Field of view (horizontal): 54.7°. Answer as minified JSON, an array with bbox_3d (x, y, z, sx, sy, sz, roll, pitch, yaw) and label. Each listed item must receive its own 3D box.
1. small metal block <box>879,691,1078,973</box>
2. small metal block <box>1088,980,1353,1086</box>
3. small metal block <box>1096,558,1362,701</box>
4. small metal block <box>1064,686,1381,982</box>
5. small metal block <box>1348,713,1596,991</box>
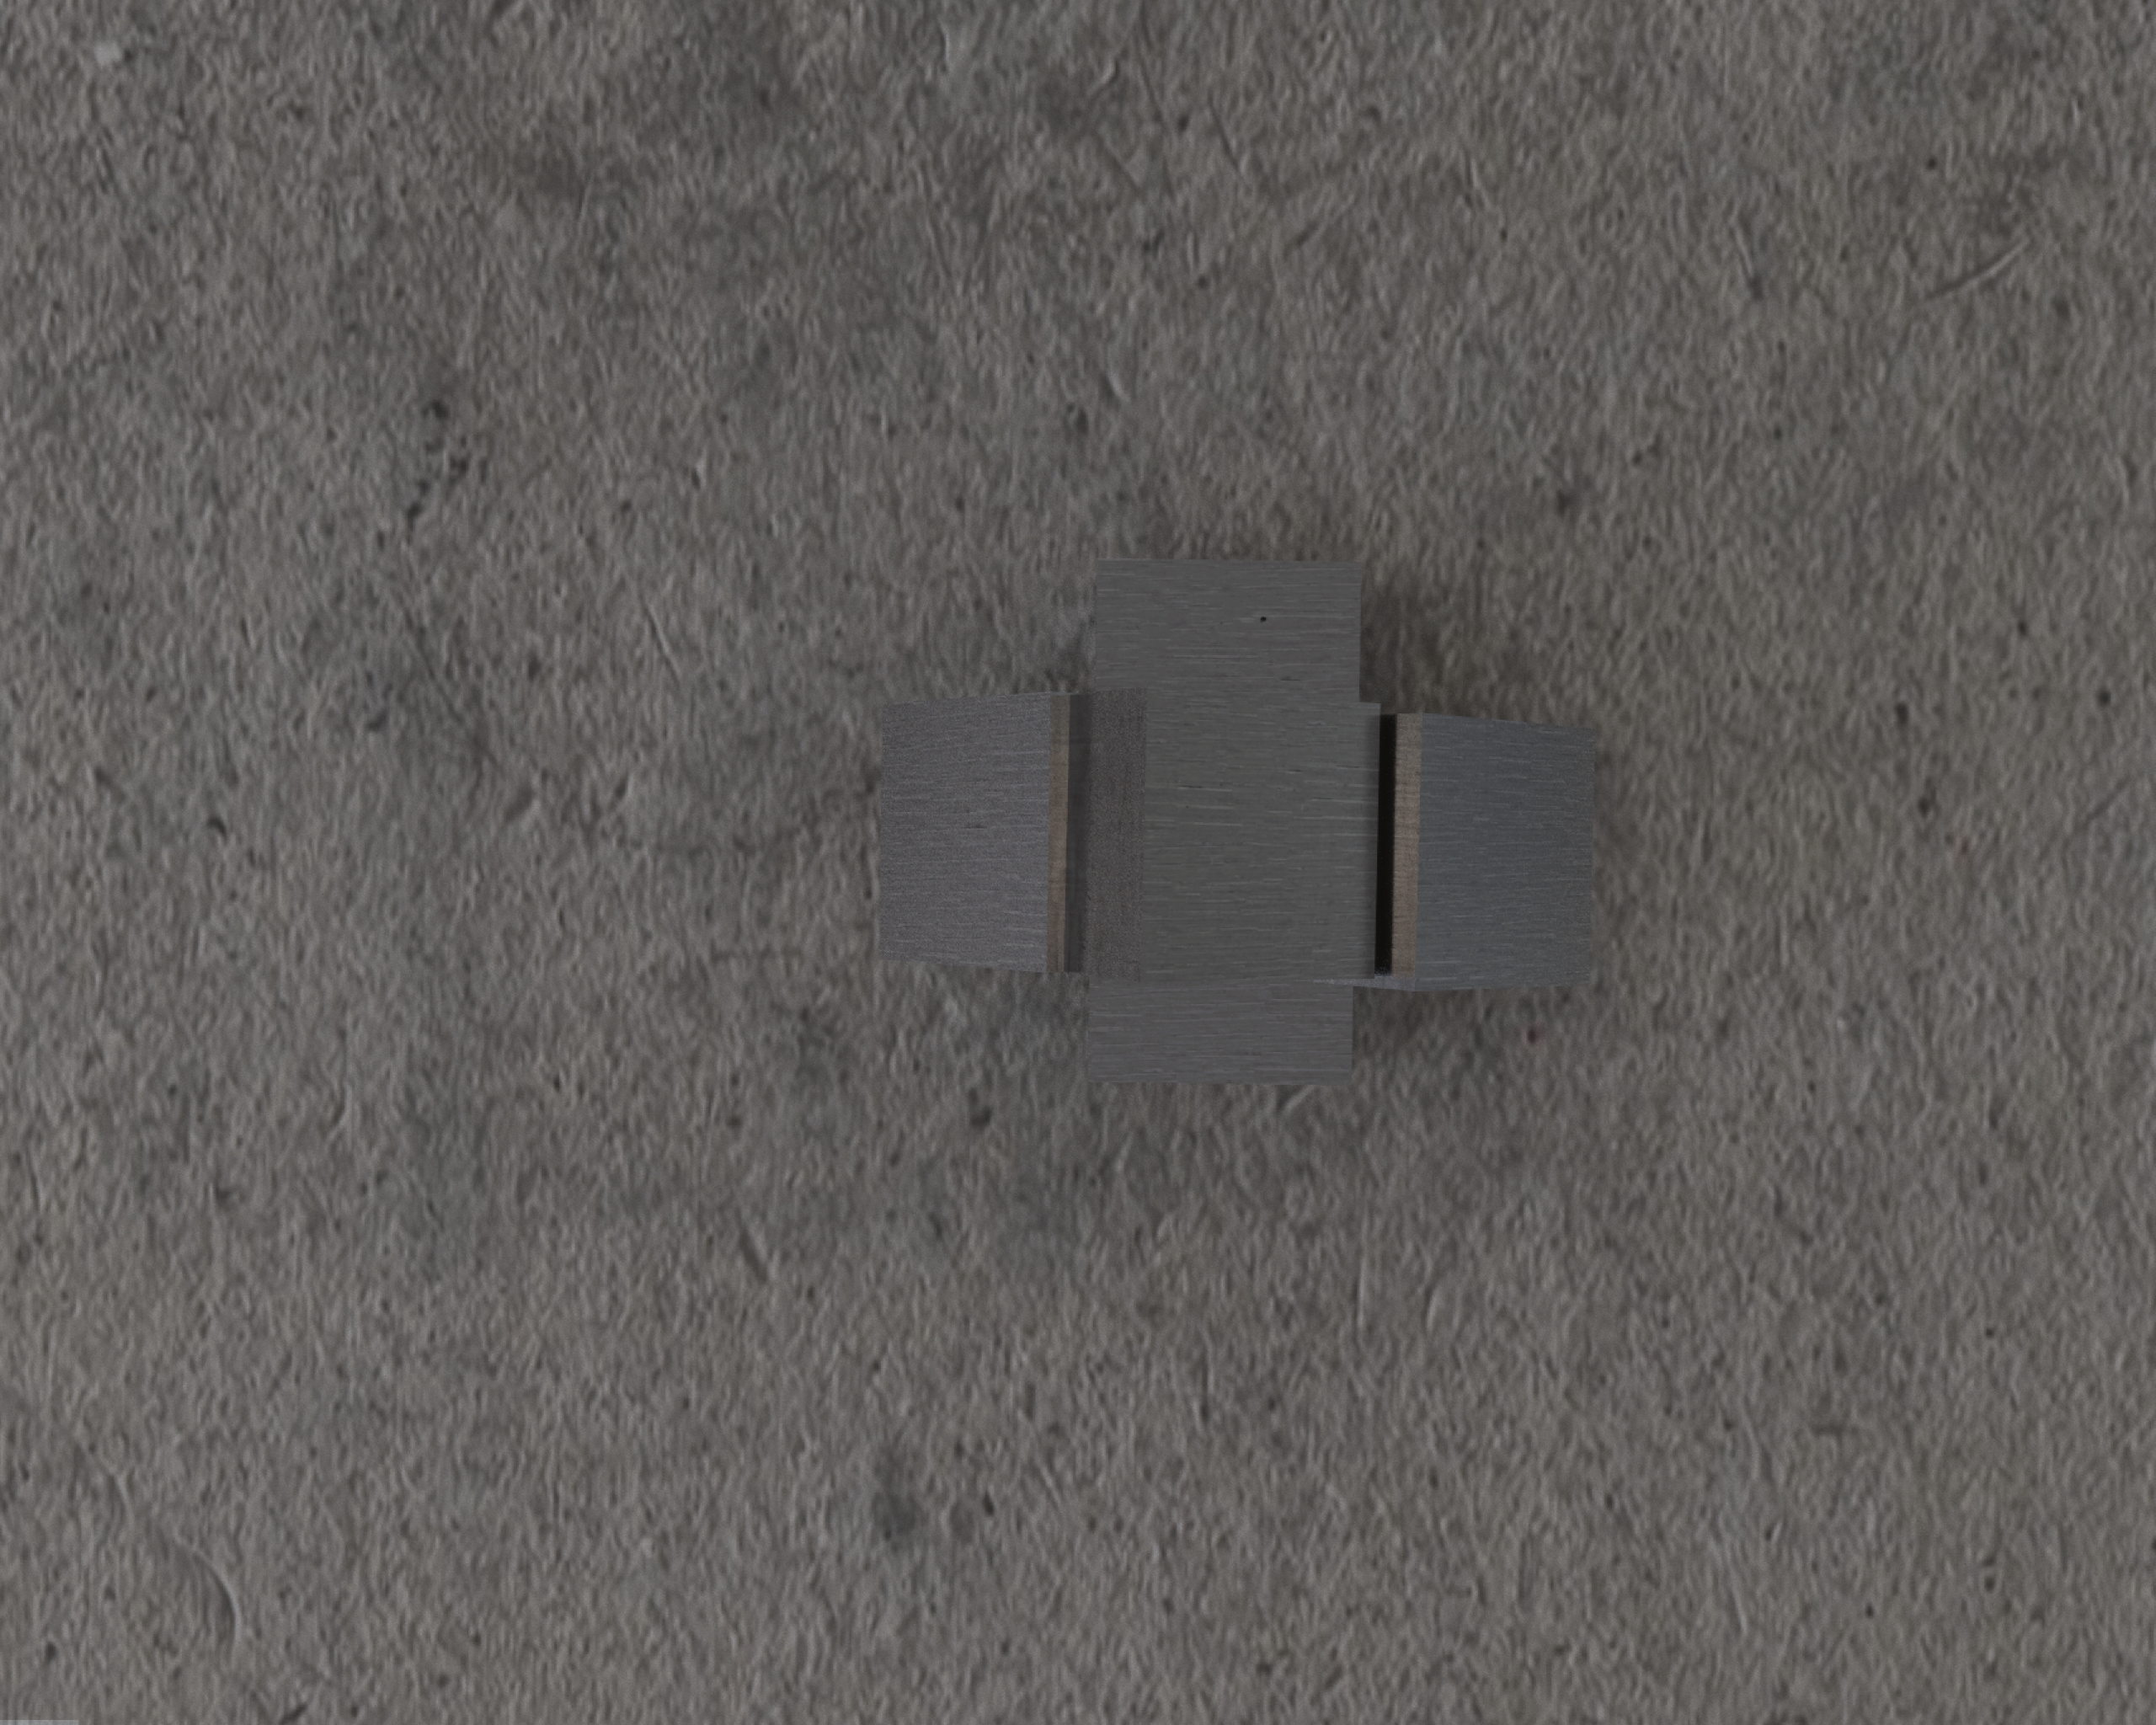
[{"bbox_3d":[-0.012,-0.006,0.395,0.025,0.050,0.050,1,90,-42],"label":"small metal block"},{"bbox_3d":[0.028,0.017,0.410,0.050,0.025,0.050,1,90,0],"label":"small metal block"},{"bbox_3d":[0.029,-0.033,0.410,0.050,0.025,0.050,1,90,0],"label":"small metal block"},{"bbox_3d":[0.026,-0.004,0.374,0.050,0.025,0.050,1,90,-32],"label":"small metal block"},{"bbox_3d":[0.072,-0.002,0.397,0.050,0.025,0.050,1,90,-40],"label":"small metal block"}]
